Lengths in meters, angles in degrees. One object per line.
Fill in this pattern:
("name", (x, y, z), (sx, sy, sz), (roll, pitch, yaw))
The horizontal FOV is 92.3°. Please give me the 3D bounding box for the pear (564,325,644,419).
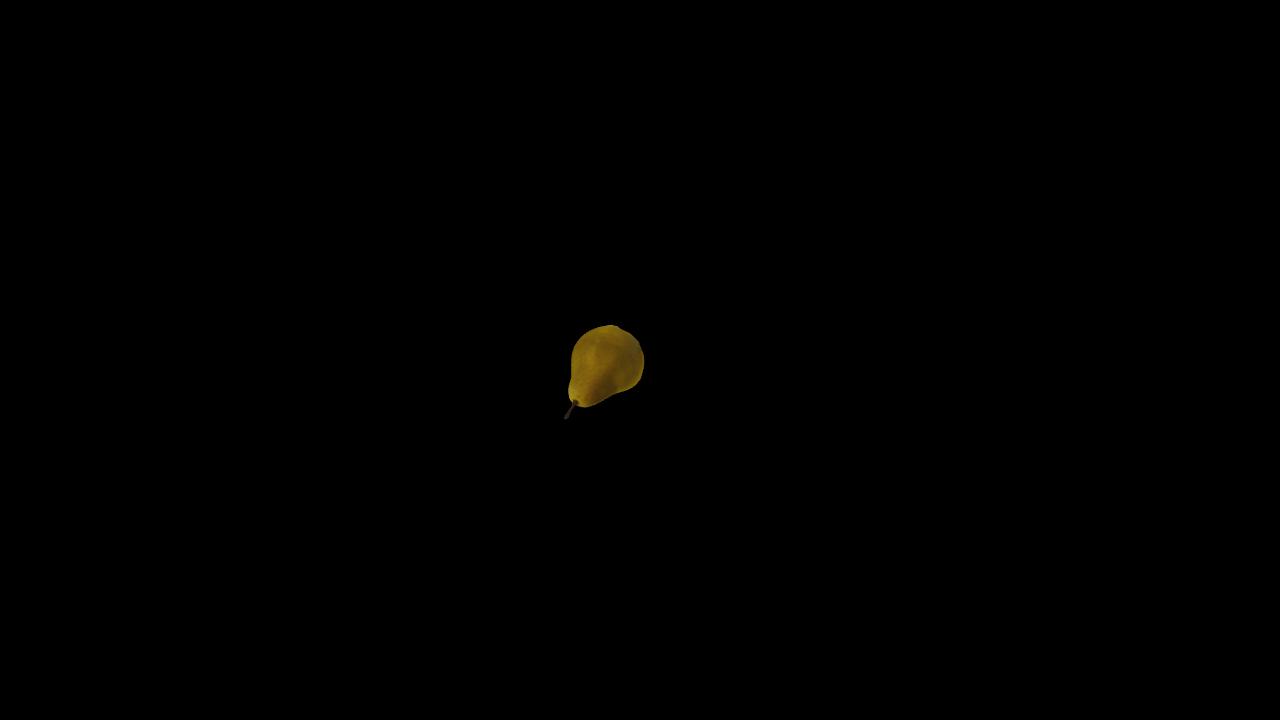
("pear", (-0.043, 0.014, 0.621), (0.080, 0.080, 0.111), (0, 34, 25))
